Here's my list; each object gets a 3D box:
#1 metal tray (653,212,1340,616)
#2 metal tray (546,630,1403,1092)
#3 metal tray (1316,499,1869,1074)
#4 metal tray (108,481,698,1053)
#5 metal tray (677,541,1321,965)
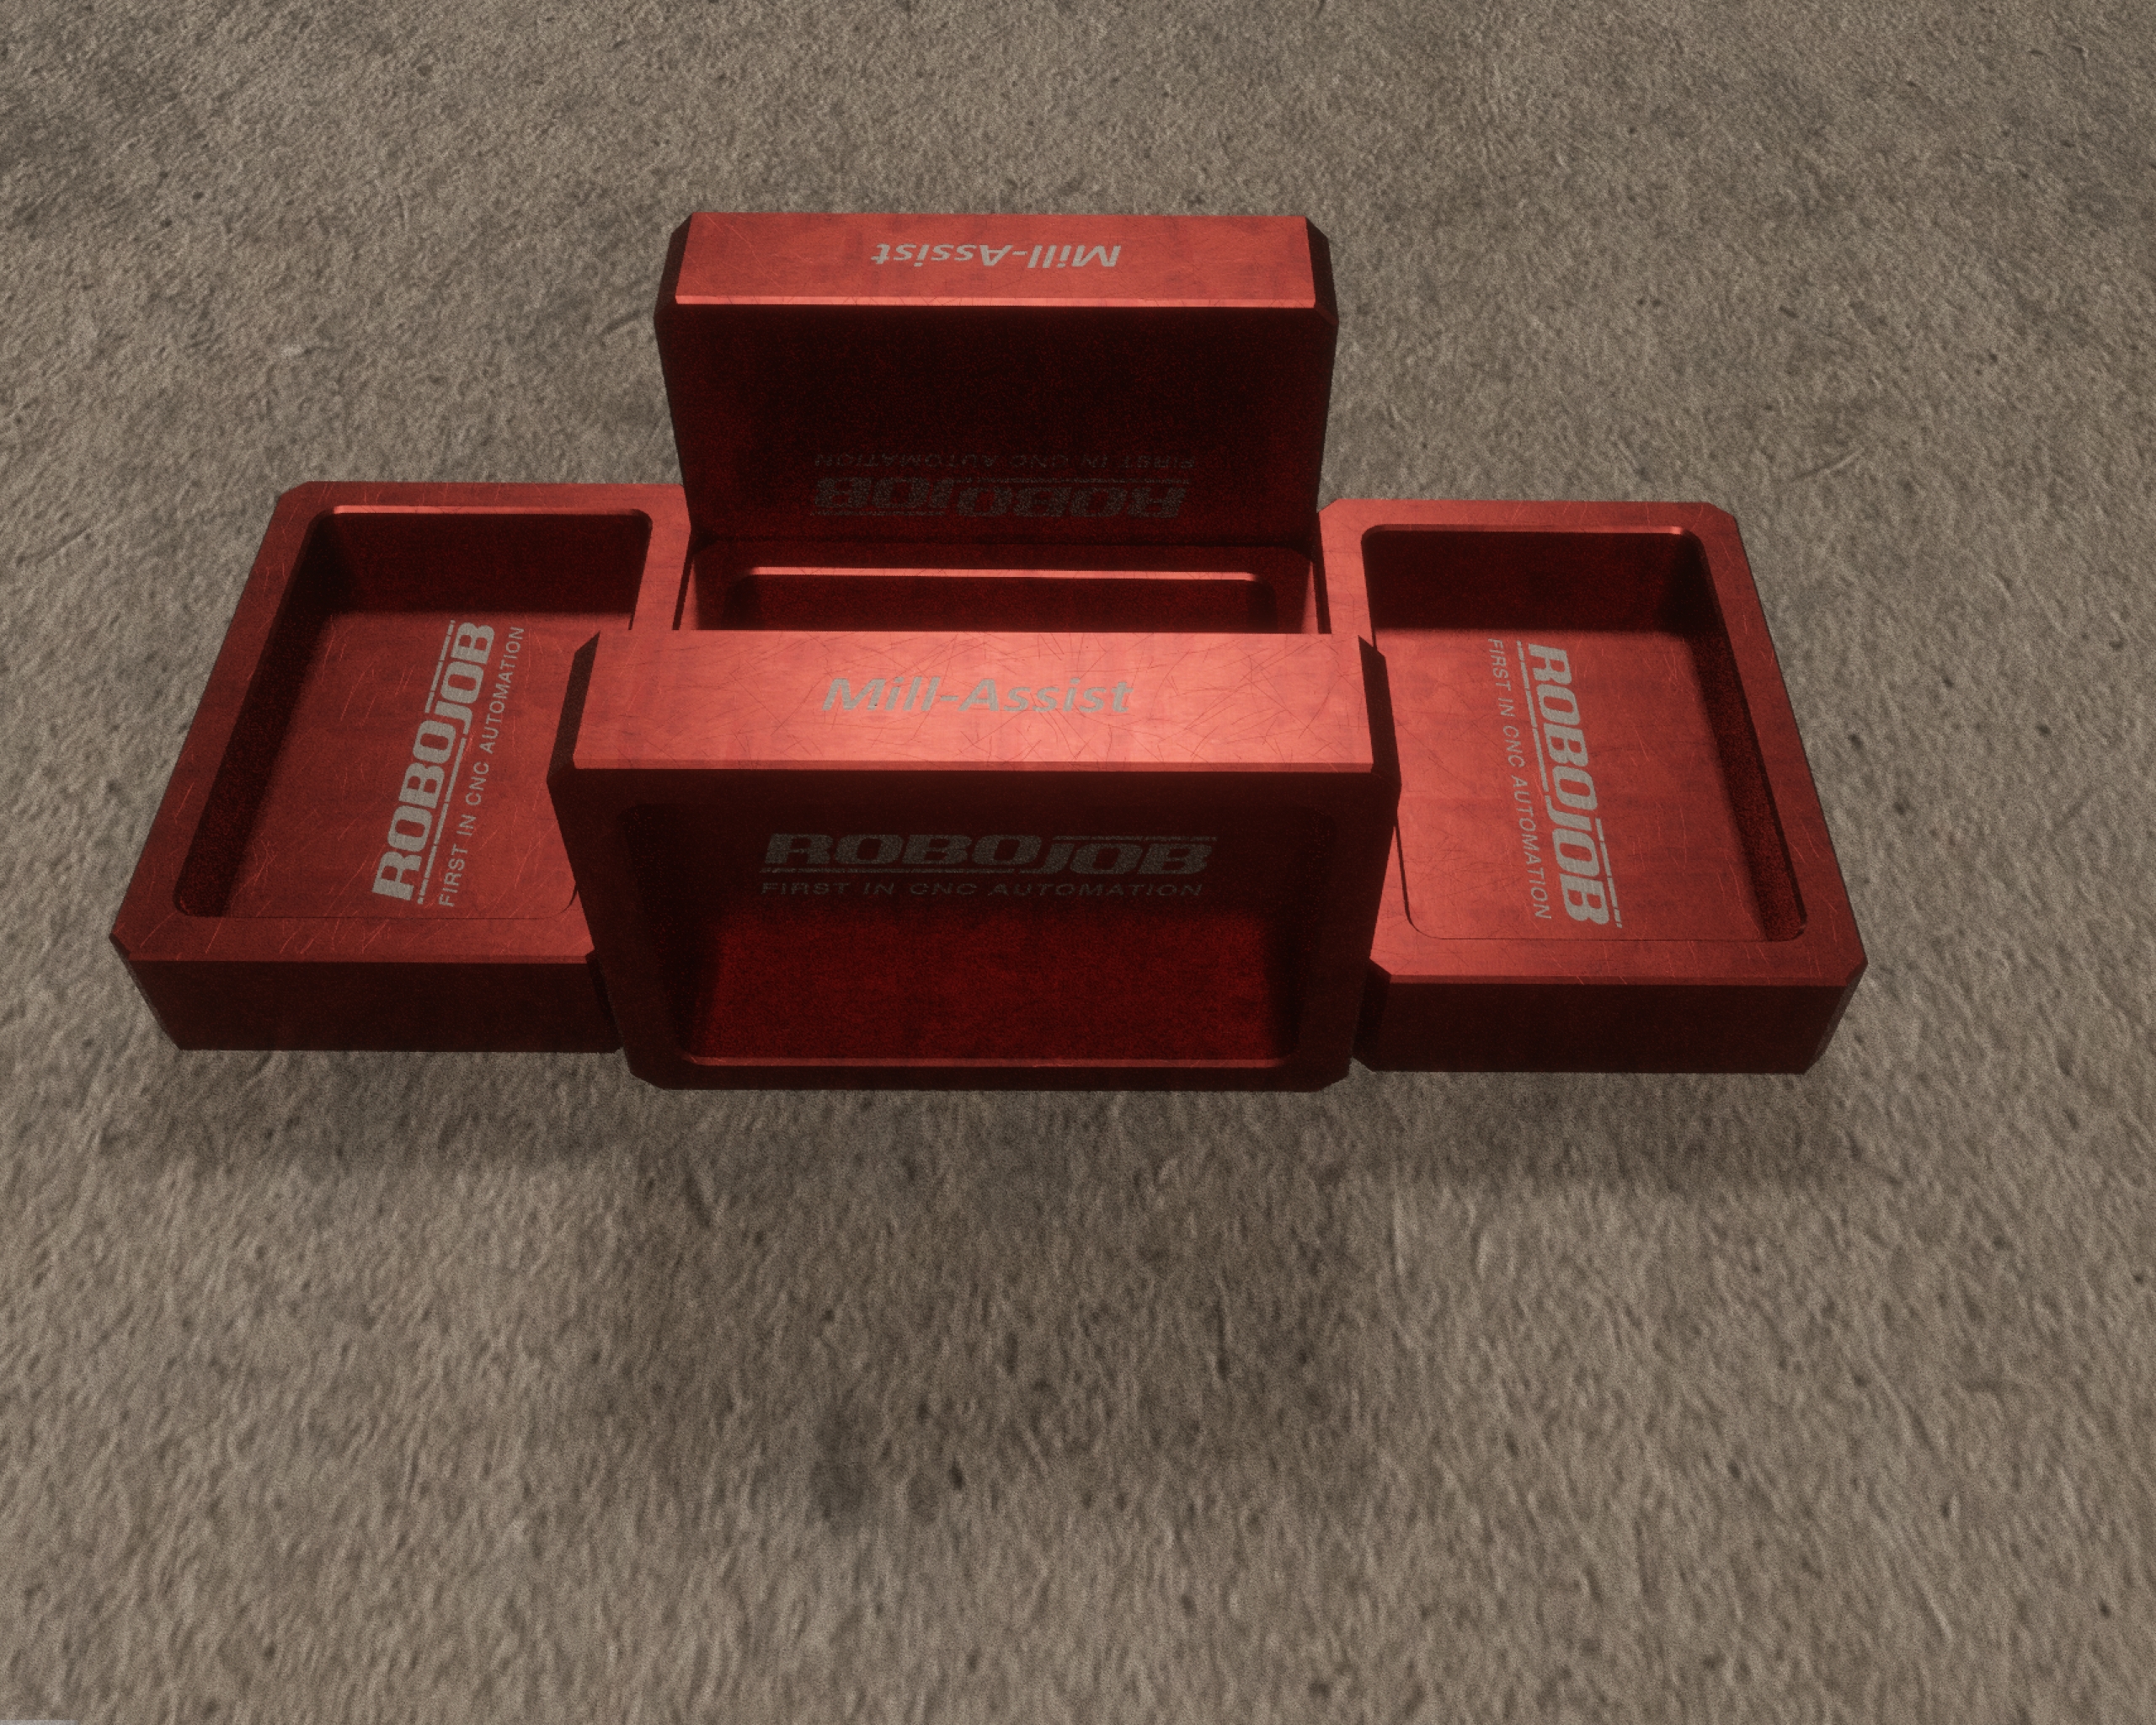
[{"bbox_3d":[-0.016,-0.089,0.437,0.131,0.089,0.030,0,50,-1],"label":"metal tray"},{"bbox_3d":[-0.016,0.002,0.358,0.131,0.089,0.030,0,50,0],"label":"metal tray"},{"bbox_3d":[0.095,-0.019,0.419,0.091,0.030,0.130,1,50,0],"label":"metal tray"},{"bbox_3d":[-0.126,-0.023,0.419,0.091,0.030,0.130,1,50,0],"label":"metal tray"},{"bbox_3d":[-0.016,-0.024,0.421,0.131,0.030,0.090,1,50,0],"label":"metal tray"}]
